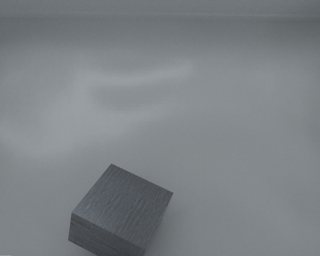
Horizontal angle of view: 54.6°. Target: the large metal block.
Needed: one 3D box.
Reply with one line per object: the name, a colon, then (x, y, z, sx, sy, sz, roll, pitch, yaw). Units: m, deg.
large metal block: (-0.041, 0.097, 0.341, 0.080, 0.050, 0.080, 24, 37, 8)
